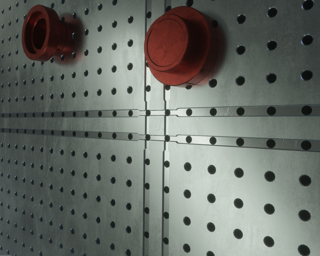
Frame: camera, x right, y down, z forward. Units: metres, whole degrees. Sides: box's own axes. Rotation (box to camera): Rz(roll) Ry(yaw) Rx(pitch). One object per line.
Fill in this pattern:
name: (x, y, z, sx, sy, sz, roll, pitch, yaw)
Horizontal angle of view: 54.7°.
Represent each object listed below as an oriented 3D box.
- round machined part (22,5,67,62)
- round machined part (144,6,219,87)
round machined part: (-0.209, -0.170, 0.567, 0.098, 0.042, 0.097, 0, 90, 39)
round machined part: (0.019, -0.100, 0.381, 0.098, 0.042, 0.097, 0, 90, 39)
